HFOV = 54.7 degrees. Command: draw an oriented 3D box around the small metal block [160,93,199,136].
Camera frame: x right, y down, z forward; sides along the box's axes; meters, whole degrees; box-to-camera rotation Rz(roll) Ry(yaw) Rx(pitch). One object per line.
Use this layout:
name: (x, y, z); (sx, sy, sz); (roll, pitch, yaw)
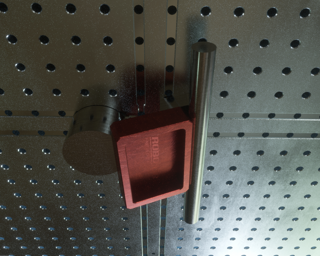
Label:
small metal block: (0.031, -0.015, 0.399); (0.050, 0.025, 0.050); (-12, 130, 9)

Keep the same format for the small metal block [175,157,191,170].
small metal block: (0.020, 0.052, 0.455); (0.050, 0.025, 0.050); (32, 123, -25)

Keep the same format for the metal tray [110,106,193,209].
metal tray: (-0.008, 0.041, 0.391); (0.091, 0.030, 0.129); (-14, 132, -14)

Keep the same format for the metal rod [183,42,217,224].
metal rod: (0.047, 0.032, 0.406); (0.025, 0.025, 0.298); (-1, 130, 0)

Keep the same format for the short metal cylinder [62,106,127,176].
short metal cylinder: (-0.082, 0.017, 0.408); (0.081, 0.050, 0.079); (0, 130, 0)
